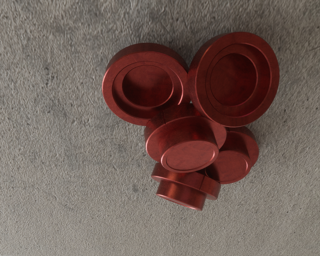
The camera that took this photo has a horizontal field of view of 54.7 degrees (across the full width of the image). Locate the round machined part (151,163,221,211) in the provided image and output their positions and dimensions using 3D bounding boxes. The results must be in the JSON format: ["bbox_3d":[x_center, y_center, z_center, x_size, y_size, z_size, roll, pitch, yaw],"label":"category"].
[{"bbox_3d":[0.033,0.086,0.438,0.098,0.042,0.098,18,165,6],"label":"round machined part"}]

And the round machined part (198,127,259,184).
[{"bbox_3d":[0.089,0.042,0.434,0.099,0.042,0.097,-1,130,0],"label":"round machined part"}]

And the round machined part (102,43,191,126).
[{"bbox_3d":[-0.014,-0.052,0.353,0.099,0.042,0.097,-1,130,0],"label":"round machined part"}]

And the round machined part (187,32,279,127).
[{"bbox_3d":[0.075,-0.053,0.336,0.099,0.042,0.097,-5,105,-17],"label":"round machined part"}]

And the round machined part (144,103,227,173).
[{"bbox_3d":[0.032,0.019,0.371,0.099,0.042,0.097,-7,141,-5],"label":"round machined part"}]
